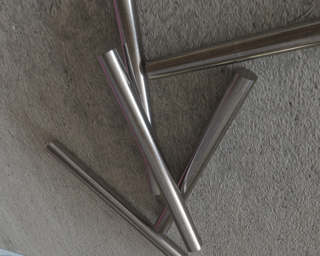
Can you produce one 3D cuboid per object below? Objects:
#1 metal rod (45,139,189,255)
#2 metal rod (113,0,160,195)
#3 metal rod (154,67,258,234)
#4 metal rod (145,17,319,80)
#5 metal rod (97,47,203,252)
[{"bbox_3d":[-0.071,0.127,0.523,0.300,0.025,0.025,41,129,-1],"label":"metal rod"},{"bbox_3d":[-0.024,-0.038,0.395,0.025,0.025,0.298,6,121,25],"label":"metal rod"},{"bbox_3d":[0.046,0.053,0.414,0.025,0.025,0.298,29,128,9],"label":"metal rod"},{"bbox_3d":[0.118,-0.084,0.292,0.300,0.025,0.025,-6,115,31],"label":"metal rod"},{"bbox_3d":[-0.005,0.043,0.401,0.025,0.025,0.299,-10,114,32],"label":"metal rod"}]
